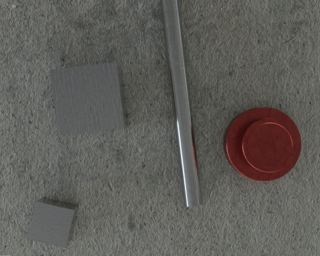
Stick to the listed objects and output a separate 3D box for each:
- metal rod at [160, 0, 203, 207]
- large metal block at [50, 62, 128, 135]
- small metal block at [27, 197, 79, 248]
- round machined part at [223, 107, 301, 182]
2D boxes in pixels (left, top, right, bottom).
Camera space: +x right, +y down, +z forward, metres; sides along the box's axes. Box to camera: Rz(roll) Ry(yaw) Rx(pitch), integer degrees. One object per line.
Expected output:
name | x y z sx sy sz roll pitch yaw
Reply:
metal rod | 0.027 -0.047 0.410 0.025 0.025 0.298 -7 90 0
large metal block | -0.087 -0.035 0.396 0.081 0.050 0.079 -7 90 -1
small metal block | -0.140 0.124 0.408 0.050 0.025 0.050 13 90 -1
round machined part | 0.136 0.021 0.403 0.099 0.042 0.097 0 90 -1
